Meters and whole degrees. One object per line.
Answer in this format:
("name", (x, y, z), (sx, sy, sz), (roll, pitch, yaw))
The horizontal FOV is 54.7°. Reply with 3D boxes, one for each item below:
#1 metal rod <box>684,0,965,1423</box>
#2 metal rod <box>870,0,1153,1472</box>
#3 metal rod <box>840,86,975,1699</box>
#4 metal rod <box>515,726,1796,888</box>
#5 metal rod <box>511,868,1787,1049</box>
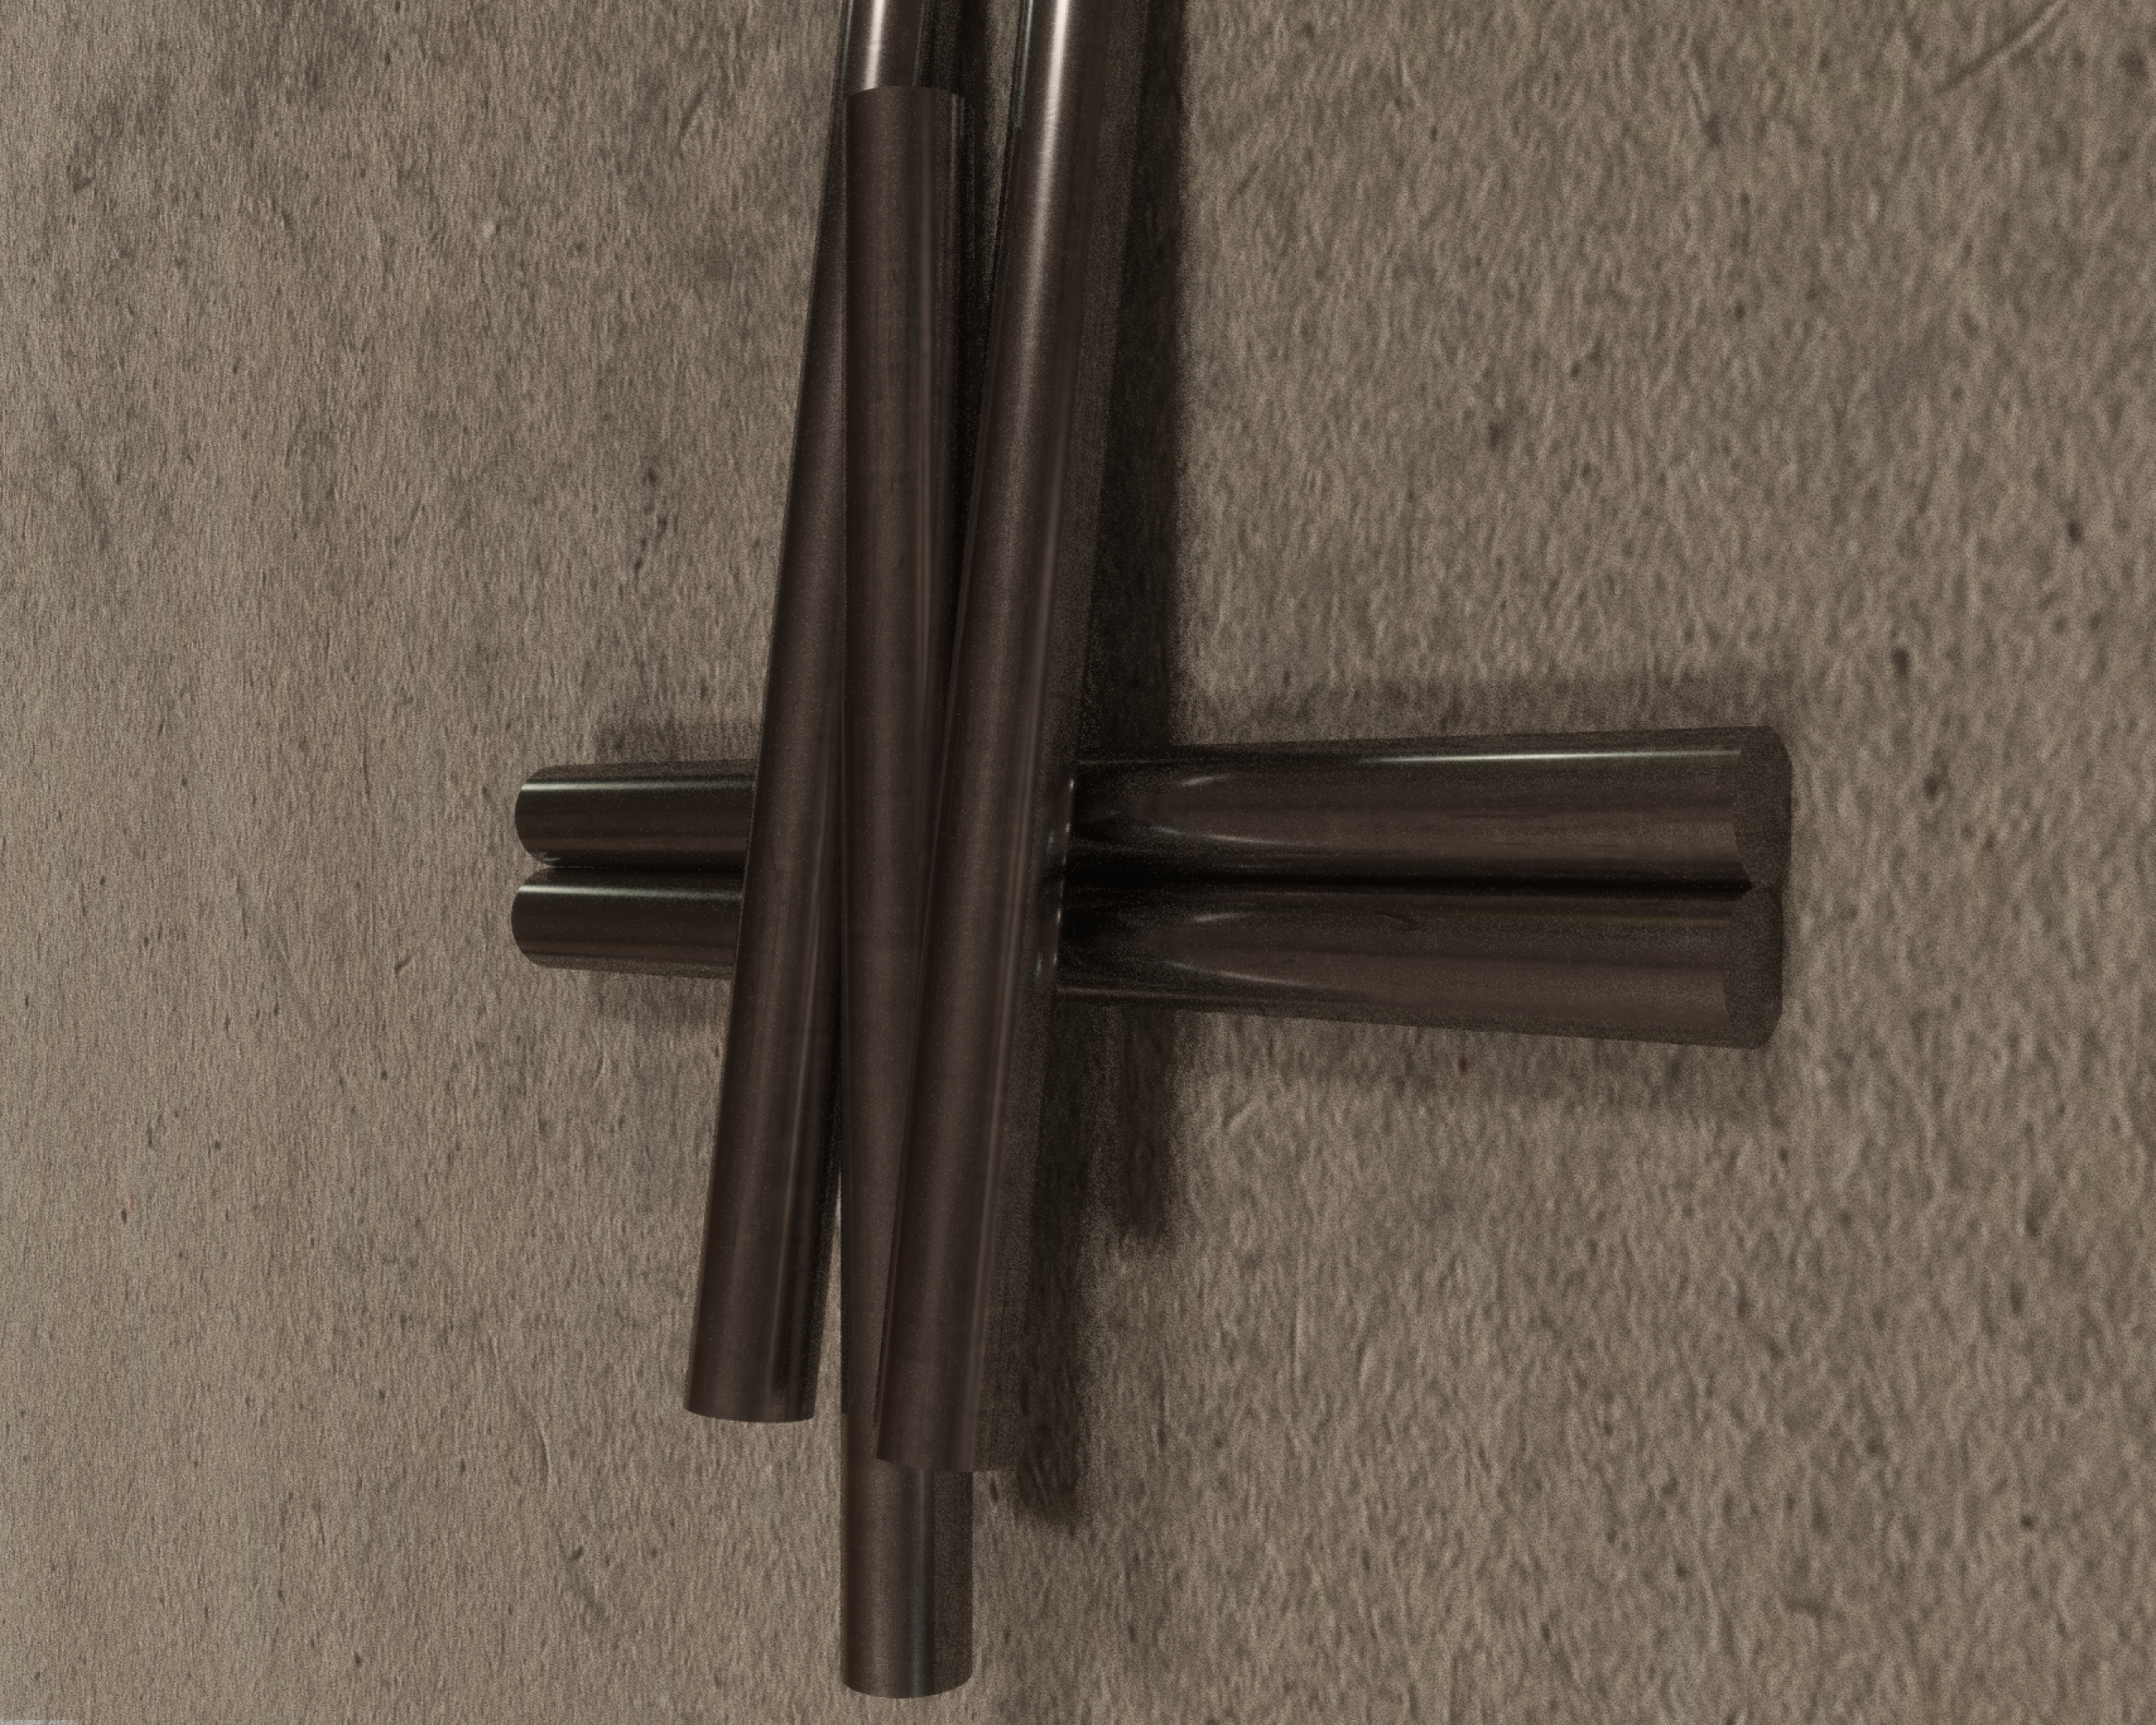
("metal rod", (-0.049, -0.042, 0.417), (0.025, 0.025, 0.298), (0, 82, 39))
("metal rod", (-0.010, -0.042, 0.385), (0.025, 0.025, 0.298), (0, 82, 39))
("metal rod", (-0.032, 0.005, 0.398), (0.025, 0.025, 0.298), (0, 90, 39))
("metal rod", (-0.011, -0.010, 0.414), (0.300, 0.025, 0.025), (1, 91, 39))
("metal rod", (-0.012, 0.015, 0.415), (0.300, 0.025, 0.025), (1, 91, 39))
